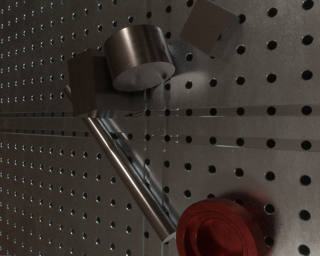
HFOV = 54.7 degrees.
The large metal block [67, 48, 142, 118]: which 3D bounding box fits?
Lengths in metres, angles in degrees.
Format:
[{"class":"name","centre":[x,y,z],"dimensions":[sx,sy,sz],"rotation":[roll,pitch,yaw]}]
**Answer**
[{"class":"large metal block","centre":[-0.077,-0.058,0.434],"dimensions":[0.050,0.081,0.080],"rotation":[-14,82,39]}]

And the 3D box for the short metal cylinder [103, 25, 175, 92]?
[{"class":"short metal cylinder","centre":[-0.026,-0.086,0.393],"dimensions":[0.080,0.081,0.050],"rotation":[-26,74,37]}]

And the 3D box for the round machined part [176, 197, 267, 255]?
[{"class":"round machined part","centre":[0.069,0.125,0.340],"dimensions":[0.098,0.042,0.097],"rotation":[0,90,39]}]

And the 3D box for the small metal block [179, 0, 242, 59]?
[{"class":"small metal block","centre":[0.057,-0.116,0.361],"dimensions":[0.050,0.025,0.050],"rotation":[42,115,31]}]

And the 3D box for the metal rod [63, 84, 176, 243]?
[{"class":"metal rod","centre":[-0.071,0.036,0.464],"dimensions":[0.300,0.025,0.025],"rotation":[51,120,27]}]
